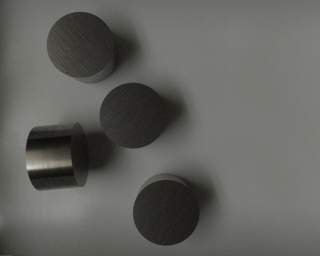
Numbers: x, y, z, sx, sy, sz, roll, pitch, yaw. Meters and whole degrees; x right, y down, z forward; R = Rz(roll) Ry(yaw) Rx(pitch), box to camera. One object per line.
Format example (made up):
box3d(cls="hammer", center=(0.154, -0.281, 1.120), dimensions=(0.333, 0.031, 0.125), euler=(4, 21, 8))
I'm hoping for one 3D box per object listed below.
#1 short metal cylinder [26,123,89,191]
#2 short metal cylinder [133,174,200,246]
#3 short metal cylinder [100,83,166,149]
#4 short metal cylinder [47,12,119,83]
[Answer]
box3d(cls="short metal cylinder", center=(-0.123, 0.035, 0.383), dimensions=(0.050, 0.080, 0.080), euler=(-5, 90, 0))
box3d(cls="short metal cylinder", center=(0.008, 0.102, 0.399), dimensions=(0.081, 0.050, 0.080), euler=(0, 90, 0))
box3d(cls="short metal cylinder", center=(-0.033, -0.015, 0.398), dimensions=(0.081, 0.050, 0.080), euler=(0, 90, 0))
box3d(cls="short metal cylinder", center=(-0.096, -0.100, 0.398), dimensions=(0.081, 0.050, 0.080), euler=(0, 90, 0))
